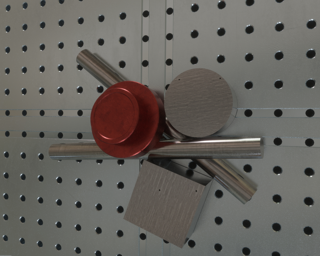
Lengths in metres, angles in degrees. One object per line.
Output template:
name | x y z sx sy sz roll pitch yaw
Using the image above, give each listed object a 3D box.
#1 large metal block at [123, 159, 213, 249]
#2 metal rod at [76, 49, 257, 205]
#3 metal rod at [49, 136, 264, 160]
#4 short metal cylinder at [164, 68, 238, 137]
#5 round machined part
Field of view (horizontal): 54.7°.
large metal block | 0.011 0.089 0.392 0.080 0.050 0.080 21 97 18
metal rod | -0.001 -0.011 0.412 0.300 0.025 0.025 40 103 15
metal rod | -0.024 0.028 0.400 0.300 0.025 0.025 -3 89 26
short metal cylinder | 0.051 -0.029 0.380 0.080 0.050 0.079 0 90 19
round machined part | -0.046 -0.012 0.383 0.098 0.042 0.097 -4 79 25
